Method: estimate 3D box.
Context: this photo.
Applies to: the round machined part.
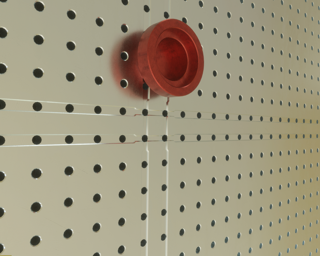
[{"bbox_3d":[0.009,-0.089,0.408,0.099,0.042,0.097,0,90,-40],"label":"round machined part"}]
